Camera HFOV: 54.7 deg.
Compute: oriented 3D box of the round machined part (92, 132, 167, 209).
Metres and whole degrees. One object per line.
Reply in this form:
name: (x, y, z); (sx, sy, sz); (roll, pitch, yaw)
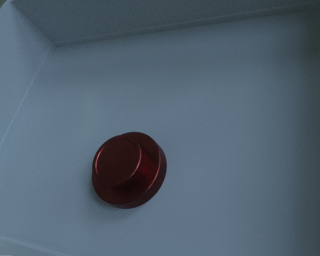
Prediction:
round machined part: (-0.045, 0.047, 0.388); (0.098, 0.042, 0.098); (-13, 56, 20)
